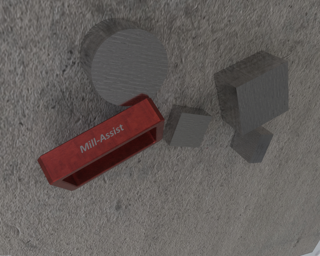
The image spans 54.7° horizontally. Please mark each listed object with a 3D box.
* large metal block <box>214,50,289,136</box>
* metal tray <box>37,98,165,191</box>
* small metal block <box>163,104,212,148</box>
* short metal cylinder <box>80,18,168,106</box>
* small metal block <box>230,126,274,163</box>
[{"bbox_3d":[0.128,-0.049,0.430,0.080,0.050,0.080,-27,128,-11],"label":"large metal block"},{"bbox_3d":[-0.059,0.022,0.353,0.131,0.030,0.090,-30,167,-9],"label":"metal tray"},{"bbox_3d":[0.036,-0.002,0.426,0.050,0.025,0.050,5,116,-31],"label":"small metal block"},{"bbox_3d":[-0.039,-0.070,0.326,0.081,0.050,0.079,-14,124,-21],"label":"short metal cylinder"},{"bbox_3d":[0.140,0.019,0.479,0.025,0.050,0.050,0,119,-29],"label":"small metal block"}]
